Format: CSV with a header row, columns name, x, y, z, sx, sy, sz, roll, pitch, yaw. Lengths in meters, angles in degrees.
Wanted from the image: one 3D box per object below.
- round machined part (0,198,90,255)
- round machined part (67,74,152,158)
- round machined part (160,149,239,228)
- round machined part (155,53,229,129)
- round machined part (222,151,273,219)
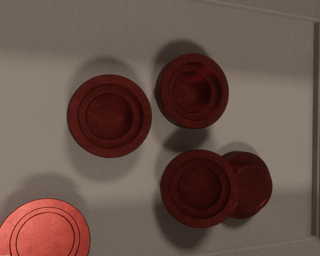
name,x,y,z,sx,sy,sz,roll,pitch,yaw
round machined part,-0.125,0.124,0.335,0.099,0.042,0.098,11,59,-19
round machined part,-0.063,-0.014,0.379,0.099,0.042,0.097,0,90,-21
round machined part,0.052,0.077,0.408,0.099,0.042,0.097,-1,83,8
round machined part,0.039,-0.048,0.417,0.099,0.042,0.097,0,90,-21
round machined part,0.122,0.083,0.448,0.099,0.042,0.097,0,90,-21
